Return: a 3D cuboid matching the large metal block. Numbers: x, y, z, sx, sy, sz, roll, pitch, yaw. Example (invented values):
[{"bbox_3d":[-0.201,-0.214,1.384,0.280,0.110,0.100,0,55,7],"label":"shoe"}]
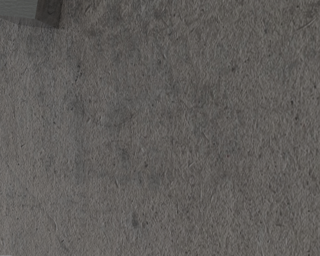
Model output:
[{"bbox_3d":[-0.195,-0.199,0.465,0.080,0.050,0.079,12,94,19],"label":"large metal block"}]
